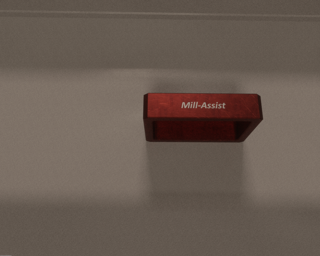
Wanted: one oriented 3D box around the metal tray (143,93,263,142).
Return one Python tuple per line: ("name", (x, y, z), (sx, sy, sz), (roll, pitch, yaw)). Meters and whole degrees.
("metal tray", (0.047, -0.010, 0.379), (0.131, 0.090, 0.030), (0, 70, 0))
